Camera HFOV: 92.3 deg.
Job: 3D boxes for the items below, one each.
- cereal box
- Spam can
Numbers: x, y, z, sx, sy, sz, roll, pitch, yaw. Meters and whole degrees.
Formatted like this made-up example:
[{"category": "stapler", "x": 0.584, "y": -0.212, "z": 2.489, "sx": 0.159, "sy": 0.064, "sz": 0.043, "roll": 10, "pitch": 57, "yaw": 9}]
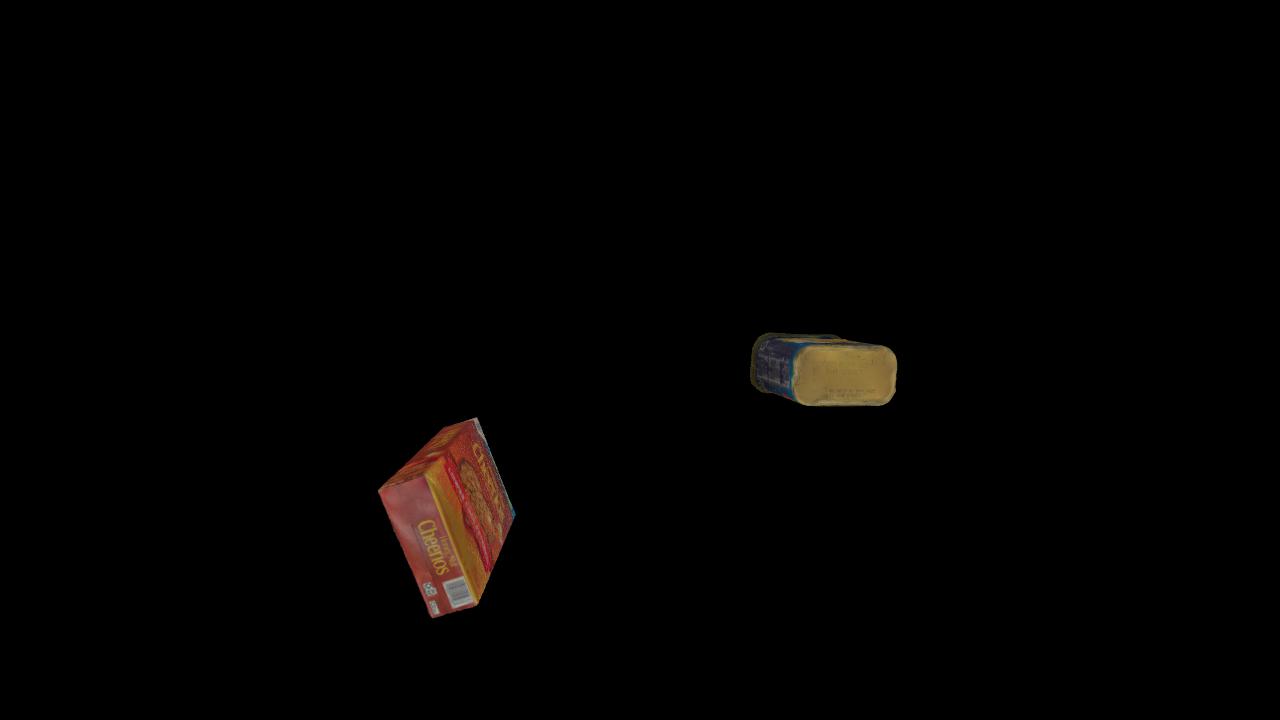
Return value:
[{"category": "cereal box", "x": -0.287, "y": 0.227, "z": 0.971, "sx": 0.081, "sy": 0.203, "sz": 0.306, "roll": -18, "pitch": 9, "yaw": 2}, {"category": "Spam can", "x": 0.163, "y": 0.008, "z": 0.550, "sx": 0.101, "sy": 0.058, "sz": 0.085, "roll": 0, "pitch": 6, "yaw": -14}]
